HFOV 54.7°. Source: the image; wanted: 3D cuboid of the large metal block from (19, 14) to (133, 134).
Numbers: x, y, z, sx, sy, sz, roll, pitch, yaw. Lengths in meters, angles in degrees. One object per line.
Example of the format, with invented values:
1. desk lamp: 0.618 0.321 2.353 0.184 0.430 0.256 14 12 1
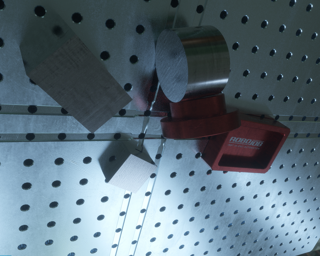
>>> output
1. large metal block: -0.082 -0.053 0.298 0.050 0.080 0.080 -41 129 0

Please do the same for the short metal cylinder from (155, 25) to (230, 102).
1. short metal cylinder: 0.034 -0.072 0.349 0.050 0.080 0.079 -13 124 -22

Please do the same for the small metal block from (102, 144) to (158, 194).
1. small metal block: -0.041 0.057 0.424 0.050 0.025 0.050 32 101 -38

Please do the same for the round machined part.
1. round machined part: 0.048 -0.018 0.386 0.099 0.098 0.042 -12 98 -22

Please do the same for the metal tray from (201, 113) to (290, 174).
1. metal tray: 0.140 0.026 0.500 0.131 0.030 0.089 8 114 -32
